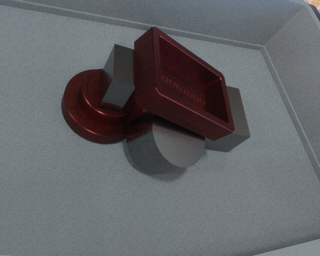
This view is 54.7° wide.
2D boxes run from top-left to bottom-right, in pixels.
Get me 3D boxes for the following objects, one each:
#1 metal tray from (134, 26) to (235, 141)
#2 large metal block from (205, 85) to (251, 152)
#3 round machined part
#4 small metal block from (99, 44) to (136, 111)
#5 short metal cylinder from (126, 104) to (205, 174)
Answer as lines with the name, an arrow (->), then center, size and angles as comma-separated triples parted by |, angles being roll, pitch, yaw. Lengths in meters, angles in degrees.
metal tray -> 0.030, -0.047, 0.356 | 0.131, 0.030, 0.090 | 23, 51, -39
large metal block -> 0.072, -0.017, 0.437 | 0.081, 0.050, 0.080 | 9, 58, -24
round machined part -> -0.066, -0.033, 0.378 | 0.099, 0.042, 0.098 | 14, 56, -21
small metal block -> -0.047, -0.055, 0.343 | 0.025, 0.050, 0.050 | 12, 57, -22
short metal cylinder -> 0.008, 0.012, 0.371 | 0.081, 0.050, 0.080 | 15, 66, -36
